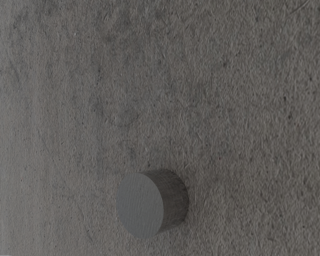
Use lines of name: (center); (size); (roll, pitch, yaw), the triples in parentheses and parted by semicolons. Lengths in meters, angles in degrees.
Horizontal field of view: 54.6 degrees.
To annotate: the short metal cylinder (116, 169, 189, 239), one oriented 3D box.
short metal cylinder: (-0.010, 0.095, 0.398); (0.080, 0.050, 0.080); (0, 90, 40)
